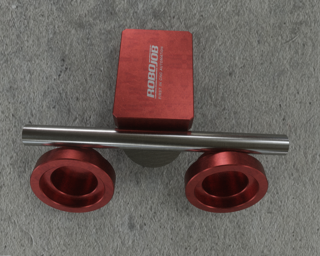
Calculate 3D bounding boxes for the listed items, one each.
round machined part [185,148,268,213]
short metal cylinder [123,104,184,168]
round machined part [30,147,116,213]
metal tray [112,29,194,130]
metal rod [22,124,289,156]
[{"bbox_3d":[0.080,0.061,0.386,0.099,0.042,0.097,0,133,0],"label":"round machined part"},{"bbox_3d":[-0.009,0.008,0.399,0.081,0.050,0.079,0,90,-1],"label":"short metal cylinder"},{"bbox_3d":[-0.104,0.059,0.385,0.099,0.042,0.097,-1,129,-1],"label":"round machined part"},{"bbox_3d":[-0.006,-0.062,0.381,0.091,0.030,0.130,2,64,-1],"label":"metal tray"},{"bbox_3d":[-0.004,0.014,0.362,0.302,0.025,0.025,2,90,-1],"label":"metal rod"}]
